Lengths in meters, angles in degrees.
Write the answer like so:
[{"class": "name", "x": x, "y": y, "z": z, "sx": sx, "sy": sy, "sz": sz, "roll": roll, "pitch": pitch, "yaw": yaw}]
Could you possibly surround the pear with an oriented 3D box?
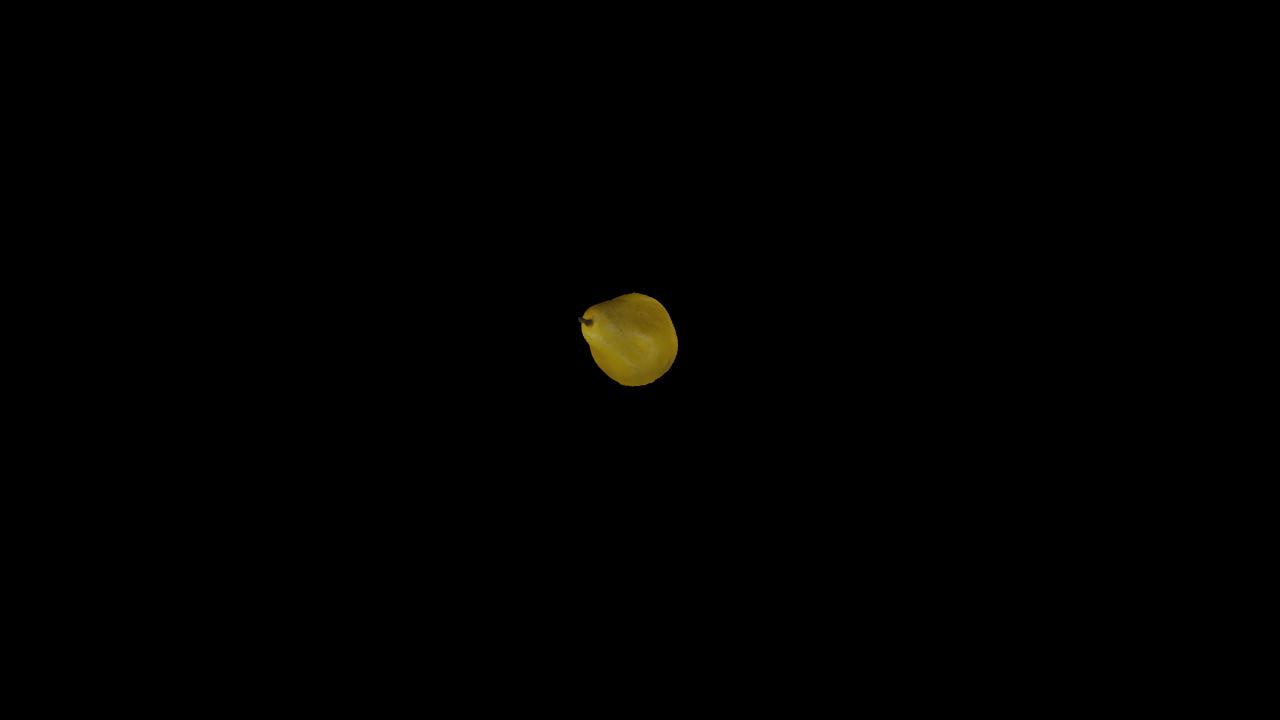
[{"class": "pear", "x": -0.021, "y": -0.024, "z": 0.505, "sx": 0.080, "sy": 0.080, "sz": 0.111, "roll": 0, "pitch": -18, "yaw": 40}]
